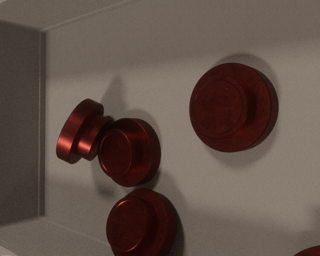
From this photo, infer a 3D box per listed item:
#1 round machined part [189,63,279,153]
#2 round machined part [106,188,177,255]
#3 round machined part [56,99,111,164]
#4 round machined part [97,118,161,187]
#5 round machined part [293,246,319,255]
[{"bbox_3d":[0.072,-0.022,0.335,0.098,0.042,0.097,0,90,39],"label":"round machined part"},{"bbox_3d":[-0.030,0.125,0.397,0.098,0.042,0.098,-19,55,31],"label":"round machined part"},{"bbox_3d":[-0.105,0.009,0.454,0.042,0.098,0.097,25,109,4],"label":"round machined part"},{"bbox_3d":[-0.050,0.035,0.435,0.098,0.042,0.097,0,90,39],"label":"round machined part"},{"bbox_3d":[0.138,0.135,0.243,0.098,0.098,0.042,-7,126,39],"label":"round machined part"}]
